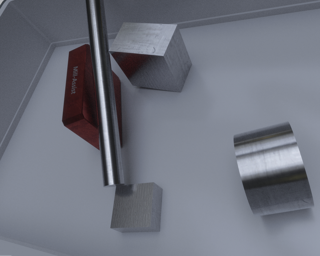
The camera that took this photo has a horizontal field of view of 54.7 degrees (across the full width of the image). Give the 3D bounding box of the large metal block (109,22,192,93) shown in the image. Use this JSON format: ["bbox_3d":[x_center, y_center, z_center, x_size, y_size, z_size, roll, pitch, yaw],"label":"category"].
[{"bbox_3d":[-0.010,-0.097,0.428,0.080,0.080,0.050,12,68,26],"label":"large metal block"}]

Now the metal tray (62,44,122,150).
[{"bbox_3d":[-0.091,-0.042,0.435,0.030,0.090,0.130,-19,54,18],"label":"metal tray"}]

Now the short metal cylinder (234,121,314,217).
[{"bbox_3d":[0.106,0.039,0.291,0.050,0.080,0.080,-16,55,19],"label":"short metal cylinder"}]

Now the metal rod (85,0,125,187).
[{"bbox_3d":[-0.075,-0.075,0.402,0.025,0.025,0.299,-15,73,20],"label":"metal rod"}]

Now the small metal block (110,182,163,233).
[{"bbox_3d":[-0.026,0.093,0.361,0.050,0.025,0.050,-10,58,22],"label":"small metal block"}]
